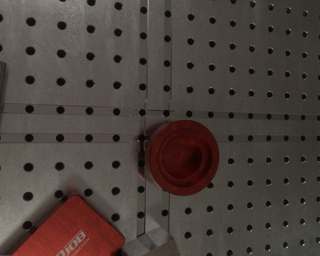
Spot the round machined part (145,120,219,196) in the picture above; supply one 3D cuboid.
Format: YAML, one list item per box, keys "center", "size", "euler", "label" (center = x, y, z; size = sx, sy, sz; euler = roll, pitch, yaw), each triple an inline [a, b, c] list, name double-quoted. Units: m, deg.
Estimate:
- center: [0.026, 0.038, 0.415]
  size: [0.099, 0.042, 0.097]
  euler: [0, 90, -21]
  label: "round machined part"

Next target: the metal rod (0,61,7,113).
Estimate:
- center: [-0.202, 0.074, 0.338]
  size: [0.025, 0.025, 0.298]
  euler: [8, 87, -20]
  label: "metal rod"

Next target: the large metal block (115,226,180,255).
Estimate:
- center: [-0.014, 0.187, 0.396]
  size: [0.081, 0.050, 0.080]
  euler: [-22, 98, -19]
  label: "large metal block"

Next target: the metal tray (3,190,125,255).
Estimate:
- center: [-0.118, 0.151, 0.367]
  size: [0.130, 0.030, 0.090]
  euler: [-46, 105, -15]
  label: "metal tray"
